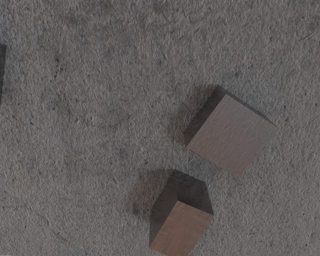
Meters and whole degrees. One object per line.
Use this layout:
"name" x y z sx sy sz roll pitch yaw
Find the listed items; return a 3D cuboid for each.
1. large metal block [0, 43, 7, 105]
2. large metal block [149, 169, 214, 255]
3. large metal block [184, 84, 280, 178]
"large metal block" -0.239 -0.068 0.369 0.080 0.050 0.079 14 110 -5
"large metal block" 0.026 0.117 0.423 0.050 0.080 0.080 25 108 -9
"large metal block" 0.088 0.004 0.398 0.080 0.050 0.080 31 107 -11
